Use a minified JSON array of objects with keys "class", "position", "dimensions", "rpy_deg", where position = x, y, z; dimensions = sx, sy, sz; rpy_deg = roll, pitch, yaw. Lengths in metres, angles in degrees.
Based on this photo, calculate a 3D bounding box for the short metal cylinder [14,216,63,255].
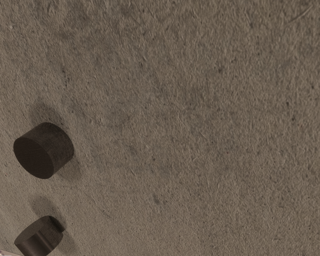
[{"class":"short metal cylinder","position":[-0.250,0.229,0.641],"dimensions":[0.080,0.080,0.050],"rpy_deg":[-22,107,36]}]

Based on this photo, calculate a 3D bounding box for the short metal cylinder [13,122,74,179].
[{"class":"short metal cylinder","position":[-0.191,0.037,0.512],"dimensions":[0.080,0.050,0.079],"rpy_deg":[13,124,20]}]
